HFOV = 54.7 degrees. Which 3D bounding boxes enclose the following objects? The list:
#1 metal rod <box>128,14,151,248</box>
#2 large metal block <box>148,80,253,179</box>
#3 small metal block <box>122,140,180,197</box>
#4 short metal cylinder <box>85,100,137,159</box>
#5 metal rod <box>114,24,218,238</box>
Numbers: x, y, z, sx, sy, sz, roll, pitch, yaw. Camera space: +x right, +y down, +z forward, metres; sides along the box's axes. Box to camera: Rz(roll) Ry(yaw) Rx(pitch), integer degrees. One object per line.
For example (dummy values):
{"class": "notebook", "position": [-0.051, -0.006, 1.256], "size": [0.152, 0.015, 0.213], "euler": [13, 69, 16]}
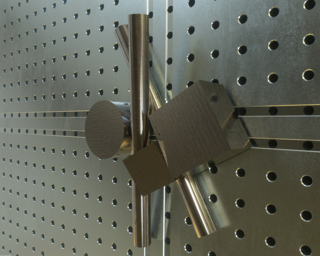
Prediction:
{"class": "metal rod", "position": [-0.025, 0.011, 0.400], "size": [0.025, 0.025, 0.298], "euler": [8, 103, 39]}
{"class": "large metal block", "position": [0.044, 0.003, 0.352], "size": [0.080, 0.050, 0.080], "euler": [-34, 69, 35]}
{"class": "small metal block", "position": [-0.009, 0.047, 0.370], "size": [0.050, 0.025, 0.050], "euler": [-32, 85, 27]}
{"class": "short metal cylinder", "position": [-0.061, 0.002, 0.439], "size": [0.080, 0.050, 0.079], "euler": [0, 90, 39]}
{"class": "metal rod", "position": [0.001, -0.009, 0.403], "size": [0.025, 0.025, 0.299], "euler": [-35, 69, 34]}
